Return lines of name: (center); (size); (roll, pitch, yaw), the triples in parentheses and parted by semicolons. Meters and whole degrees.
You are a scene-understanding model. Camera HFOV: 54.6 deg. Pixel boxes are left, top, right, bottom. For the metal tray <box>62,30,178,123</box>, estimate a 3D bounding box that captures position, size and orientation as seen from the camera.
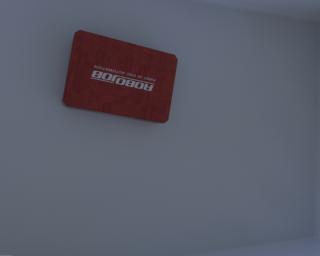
metal tray: (-0.048, -0.060, 0.390); (0.131, 0.030, 0.090); (10, 87, -20)
